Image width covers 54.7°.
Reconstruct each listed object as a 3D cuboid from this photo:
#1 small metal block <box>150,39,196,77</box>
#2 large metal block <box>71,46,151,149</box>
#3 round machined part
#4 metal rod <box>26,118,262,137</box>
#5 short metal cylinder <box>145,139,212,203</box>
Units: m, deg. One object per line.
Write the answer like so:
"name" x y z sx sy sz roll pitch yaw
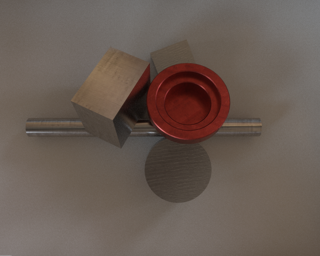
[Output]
"small metal block" 0.020 -0.082 0.411 0.050 0.025 0.050 -21 90 -1
"large metal block" -0.052 -0.033 0.367 0.050 0.080 0.080 25 67 11
"round machined part" 0.033 -0.027 0.383 0.099 0.042 0.098 0 72 0
"metal rod" -0.020 -0.001 0.408 0.302 0.025 0.025 0 90 -1
"short metal cylinder" 0.022 0.050 0.397 0.081 0.050 0.079 0 90 -1
